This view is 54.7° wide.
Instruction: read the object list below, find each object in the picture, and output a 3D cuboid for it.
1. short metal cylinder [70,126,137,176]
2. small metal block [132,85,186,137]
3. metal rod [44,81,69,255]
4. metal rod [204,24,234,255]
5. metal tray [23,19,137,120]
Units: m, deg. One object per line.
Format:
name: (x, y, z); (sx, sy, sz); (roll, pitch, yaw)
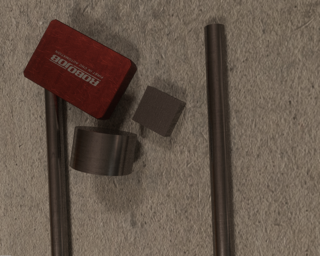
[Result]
short metal cylinder: (-0.073, 0.028, 0.404); (0.080, 0.080, 0.050); (10, 93, 19)
small metal block: (-0.001, -0.022, 0.409); (0.050, 0.025, 0.050); (28, 99, 17)
metal rod: (-0.154, 0.057, 0.461); (0.025, 0.025, 0.298); (-3, 89, 19)
metal rod: (0.073, 0.024, 0.382); (0.025, 0.025, 0.298); (-2, 89, 19)
metal tray: (-0.110, -0.079, 0.428); (0.130, 0.030, 0.090); (30, 93, 8)
